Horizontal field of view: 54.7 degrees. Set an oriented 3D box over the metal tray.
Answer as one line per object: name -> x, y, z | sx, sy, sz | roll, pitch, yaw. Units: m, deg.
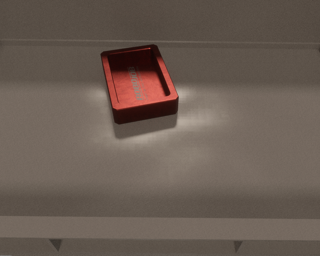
metal tray -> -0.033, -0.069, 0.459 | 0.091, 0.030, 0.130 | -11, 51, -10
